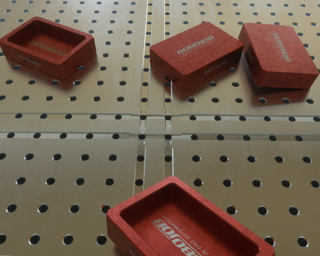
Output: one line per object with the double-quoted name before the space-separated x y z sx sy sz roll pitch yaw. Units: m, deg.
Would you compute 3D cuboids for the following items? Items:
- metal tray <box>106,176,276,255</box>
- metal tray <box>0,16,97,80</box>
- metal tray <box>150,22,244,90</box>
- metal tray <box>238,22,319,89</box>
"metal tray" 0.023 0.104 0.284 0.091 0.030 0.130 -23 39 -36
"metal tray" -0.185 -0.137 0.516 0.130 0.030 0.090 23 53 17
"metal tray" 0.060 -0.123 0.508 0.131 0.030 0.090 -31 57 -24
"metal tray" 0.187 -0.120 0.501 0.091 0.030 0.130 2 50 -7
